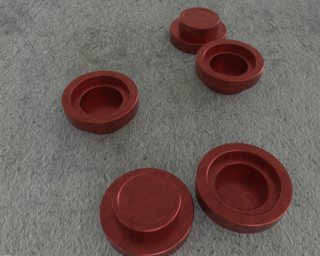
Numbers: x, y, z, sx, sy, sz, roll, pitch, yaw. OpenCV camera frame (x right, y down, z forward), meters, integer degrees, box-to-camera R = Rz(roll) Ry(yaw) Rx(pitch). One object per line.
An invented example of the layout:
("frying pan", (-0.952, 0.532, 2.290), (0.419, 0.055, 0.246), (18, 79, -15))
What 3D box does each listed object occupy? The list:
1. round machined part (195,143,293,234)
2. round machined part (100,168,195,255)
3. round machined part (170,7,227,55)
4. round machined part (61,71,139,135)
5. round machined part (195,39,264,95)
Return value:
("round machined part", (0.087, 0.067, 0.336), (0.099, 0.042, 0.098), (0, 50, 0))
("round machined part", (-0.013, 0.082, 0.323), (0.099, 0.042, 0.098), (0, 50, 0))
("round machined part", (0.067, -0.174, 0.539), (0.099, 0.042, 0.098), (0, 50, 0))
("round machined part", (-0.078, -0.030, 0.417), (0.099, 0.042, 0.098), (0, 50, 0))
("round machined part", (0.102, -0.088, 0.466), (0.099, 0.042, 0.098), (0, 50, 0))
